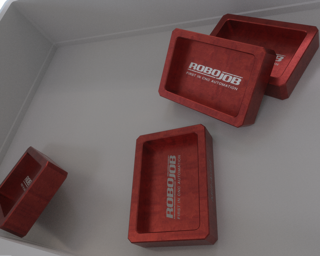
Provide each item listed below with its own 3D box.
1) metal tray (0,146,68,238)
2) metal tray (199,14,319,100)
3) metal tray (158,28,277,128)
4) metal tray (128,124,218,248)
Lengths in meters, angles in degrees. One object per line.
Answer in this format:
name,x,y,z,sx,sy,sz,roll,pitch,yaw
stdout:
metal tray,-0.179,0.078,0.416,0.090,0.030,0.130,-57,30,-14
metal tray,0.119,-0.096,0.398,0.130,0.030,0.090,25,75,36
metal tray,0.063,-0.064,0.378,0.130,0.030,0.089,26,111,36
metal tray,0.015,0.065,0.354,0.090,0.030,0.130,-11,57,22
